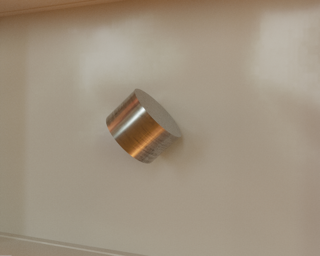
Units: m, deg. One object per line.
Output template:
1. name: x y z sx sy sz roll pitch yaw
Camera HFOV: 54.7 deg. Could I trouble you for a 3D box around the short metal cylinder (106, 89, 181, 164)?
1. short metal cylinder: -0.019 -0.003 0.385 0.050 0.080 0.080 -43 77 15
